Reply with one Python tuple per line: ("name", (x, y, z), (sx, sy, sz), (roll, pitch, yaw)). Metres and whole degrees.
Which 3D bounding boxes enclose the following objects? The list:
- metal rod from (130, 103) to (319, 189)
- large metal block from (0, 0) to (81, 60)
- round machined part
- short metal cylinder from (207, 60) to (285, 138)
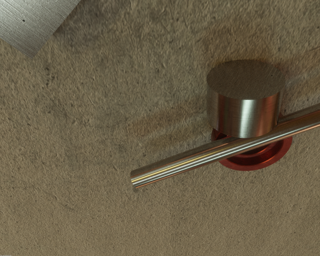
("metal rod", (0.101, 0.015, 0.366), (0.300, 0.025, 0.025), (-22, 127, 17))
("large metal block", (-0.125, -0.125, 0.282), (0.080, 0.050, 0.080), (-37, 121, 27))
("round machined part", (0.116, 0.008, 0.405), (0.099, 0.042, 0.097), (-1, 130, 0))
("short metal cylinder", (0.092, -0.034, 0.344), (0.080, 0.080, 0.050), (-4, 130, 3))
